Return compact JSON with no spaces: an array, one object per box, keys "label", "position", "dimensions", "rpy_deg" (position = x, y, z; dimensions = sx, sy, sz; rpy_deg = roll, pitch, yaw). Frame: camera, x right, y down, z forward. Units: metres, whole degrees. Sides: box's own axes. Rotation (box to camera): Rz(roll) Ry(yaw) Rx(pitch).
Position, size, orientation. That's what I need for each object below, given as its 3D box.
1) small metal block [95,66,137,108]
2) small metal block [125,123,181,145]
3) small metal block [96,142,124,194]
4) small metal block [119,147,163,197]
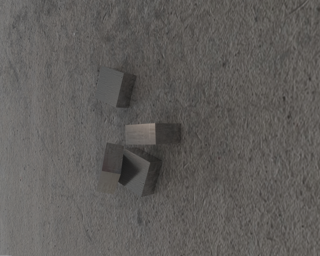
[{"label":"small metal block","position":[-0.067,-0.061,0.460],"dimensions":[0.050,0.025,0.050],"rpy_deg":[25,105,37]},{"label":"small metal block","position":[-0.008,0.008,0.396],"dimensions":[0.050,0.050,0.025],"rpy_deg":[-3,88,40]},{"label":"small metal block","position":[-0.070,0.057,0.438],"dimensions":[0.050,0.025,0.050],"rpy_deg":[-89,16,-45]},{"label":"small metal block","position":[-0.029,0.060,0.429],"dimensions":[0.050,0.025,0.050],"rpy_deg":[24,105,37]}]
